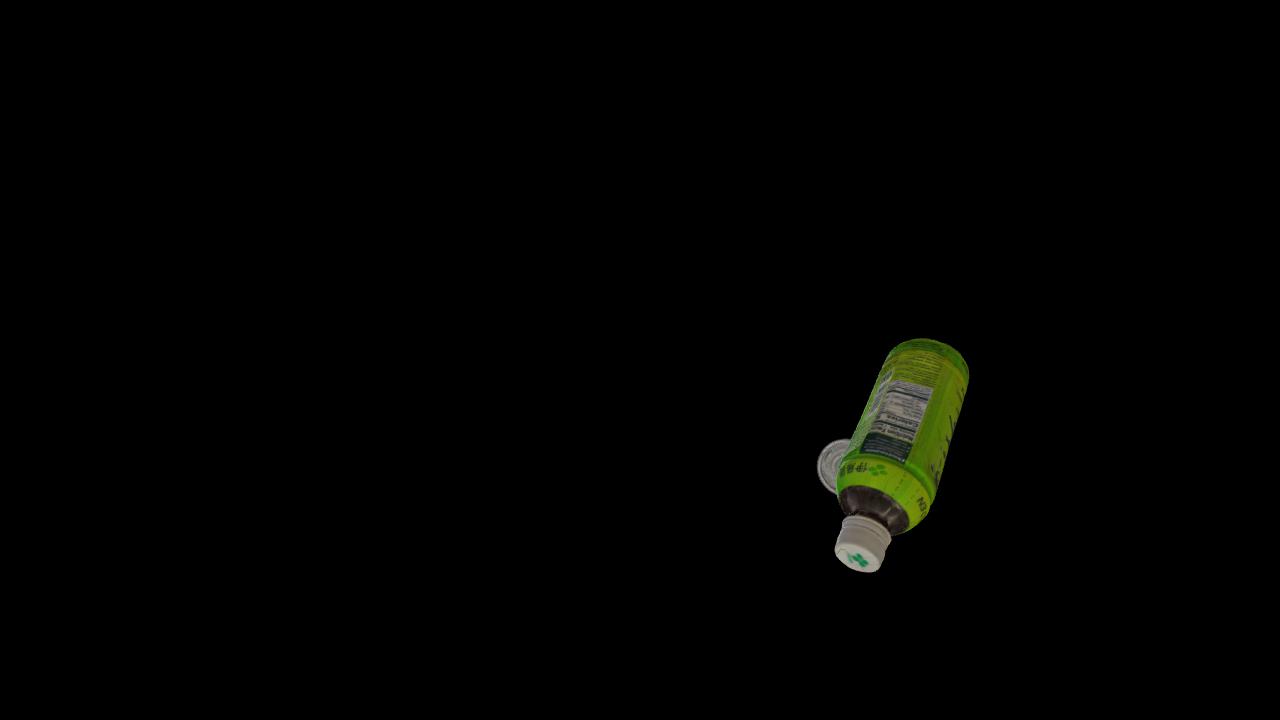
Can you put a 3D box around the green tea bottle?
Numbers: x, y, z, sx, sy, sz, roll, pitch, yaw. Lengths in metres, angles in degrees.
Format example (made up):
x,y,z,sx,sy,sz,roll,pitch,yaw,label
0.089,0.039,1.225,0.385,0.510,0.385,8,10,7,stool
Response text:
x,y,z,sx,sy,sz,roll,pitch,yaw,label
0.197,0.069,0.475,0.073,0.073,0.212,0,36,42,green tea bottle

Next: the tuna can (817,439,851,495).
x,y,z,sx,sy,sz,roll,pitch,yaw,label
0.297,0.155,0.879,0.084,0.084,0.034,0,-13,30,tuna can
